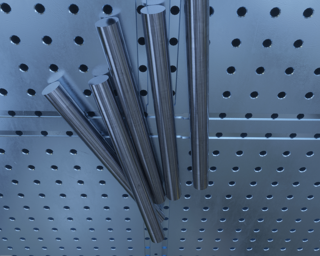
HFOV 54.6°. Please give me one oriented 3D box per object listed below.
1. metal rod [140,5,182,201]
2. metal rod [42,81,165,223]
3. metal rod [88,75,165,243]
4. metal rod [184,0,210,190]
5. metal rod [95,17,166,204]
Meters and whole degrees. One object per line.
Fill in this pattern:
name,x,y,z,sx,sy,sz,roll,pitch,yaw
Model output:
metal rod,0.008,-0.006,0.406,0.025,0.025,0.298,-4,130,4
metal rod,-0.066,0.055,0.457,0.025,0.025,0.300,-20,128,16
metal rod,-0.038,0.064,0.444,0.025,0.025,0.299,-10,123,8
metal rod,0.049,-0.026,0.389,0.025,0.025,0.298,-4,130,4
metal rod,-0.028,0.003,0.413,0.025,0.025,0.299,-8,130,6
